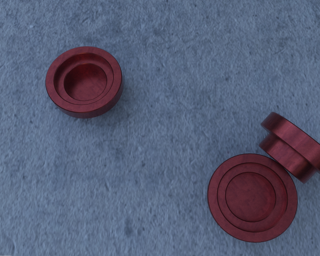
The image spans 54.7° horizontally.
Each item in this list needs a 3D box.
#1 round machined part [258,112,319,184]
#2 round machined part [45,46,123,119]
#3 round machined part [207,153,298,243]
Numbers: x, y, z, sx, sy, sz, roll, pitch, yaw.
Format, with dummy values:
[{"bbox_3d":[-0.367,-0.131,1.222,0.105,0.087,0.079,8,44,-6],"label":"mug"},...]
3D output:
[{"bbox_3d":[0.157,0.028,0.366,0.098,0.098,0.042,42,100,13],"label":"round machined part"},{"bbox_3d":[-0.098,-0.057,0.419,0.099,0.042,0.098,0,70,-1],"label":"round machined part"},{"bbox_3d":[0.105,0.081,0.365,0.099,0.042,0.098,-1,76,6],"label":"round machined part"}]
